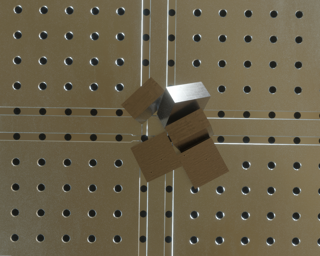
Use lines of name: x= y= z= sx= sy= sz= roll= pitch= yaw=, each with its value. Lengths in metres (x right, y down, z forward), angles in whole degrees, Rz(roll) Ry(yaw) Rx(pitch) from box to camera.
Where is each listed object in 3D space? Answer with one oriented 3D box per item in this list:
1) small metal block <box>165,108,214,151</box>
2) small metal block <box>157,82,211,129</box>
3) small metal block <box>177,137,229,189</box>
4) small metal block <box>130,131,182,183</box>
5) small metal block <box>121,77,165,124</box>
small metal block: x=0.039 y=0.004 z=0.396 sx=0.050 sy=0.050 sz=0.025 roll=-28 pitch=71 yaw=6
small metal block: x=0.029 y=-0.029 z=0.390 sx=0.050 sy=0.050 sz=0.025 roll=-12 pitch=58 yaw=-25
small metal block: x=0.056 y=0.046 z=0.414 sx=0.050 sy=0.025 sz=0.050 roll=-28 pitch=90 yaw=0
small metal block: x=-0.005 y=0.037 z=0.413 sx=0.050 sy=0.025 sz=0.050 roll=-26 pitch=90 yaw=0
small metal block: x=-0.018 y=-0.033 z=0.399 sx=0.050 sy=0.050 sz=0.025 roll=-43 pitch=81 yaw=0
